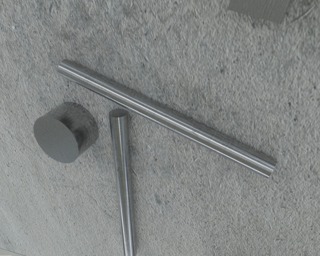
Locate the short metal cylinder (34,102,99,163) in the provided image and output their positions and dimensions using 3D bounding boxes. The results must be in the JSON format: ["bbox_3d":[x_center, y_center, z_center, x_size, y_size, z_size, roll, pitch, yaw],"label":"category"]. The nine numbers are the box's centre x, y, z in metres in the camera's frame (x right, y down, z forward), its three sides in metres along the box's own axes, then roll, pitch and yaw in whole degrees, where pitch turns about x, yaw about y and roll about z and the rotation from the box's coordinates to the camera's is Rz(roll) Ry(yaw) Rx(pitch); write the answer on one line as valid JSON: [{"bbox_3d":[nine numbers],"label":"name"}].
[{"bbox_3d":[-0.141,0.007,0.469,0.080,0.050,0.079,13,124,21],"label":"short metal cylinder"}]

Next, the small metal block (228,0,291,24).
[{"bbox_3d":[0.095,-0.127,0.278,0.050,0.025,0.050,22,127,15],"label":"small metal block"}]

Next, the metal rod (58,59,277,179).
[{"bbox_3d":[0.000,-0.017,0.395,0.301,0.025,0.025,27,128,11],"label":"metal rod"}]

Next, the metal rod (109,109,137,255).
[{"bbox_3d":[-0.056,0.106,0.502,0.025,0.025,0.298,13,124,21],"label":"metal rod"}]
